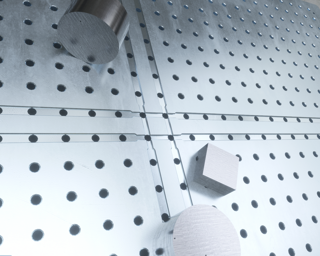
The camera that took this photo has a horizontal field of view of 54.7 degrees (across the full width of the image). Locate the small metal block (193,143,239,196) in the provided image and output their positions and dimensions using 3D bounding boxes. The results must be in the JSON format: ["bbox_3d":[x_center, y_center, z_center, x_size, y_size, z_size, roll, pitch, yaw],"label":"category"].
[{"bbox_3d":[0.076,0.055,0.415,0.050,0.025,0.050,26,53,-12],"label":"small metal block"}]

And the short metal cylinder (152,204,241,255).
[{"bbox_3d":[0.039,0.129,0.334,0.081,0.050,0.080,14,56,-21],"label":"short metal cylinder"}]

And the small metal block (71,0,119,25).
[{"bbox_3d":[-0.099,-0.185,0.468,0.050,0.025,0.050,-18,71,-35],"label":"small metal block"}]

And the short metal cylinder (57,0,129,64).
[{"bbox_3d":[-0.086,-0.131,0.406,0.080,0.080,0.050,24,53,-14],"label":"short metal cylinder"}]
